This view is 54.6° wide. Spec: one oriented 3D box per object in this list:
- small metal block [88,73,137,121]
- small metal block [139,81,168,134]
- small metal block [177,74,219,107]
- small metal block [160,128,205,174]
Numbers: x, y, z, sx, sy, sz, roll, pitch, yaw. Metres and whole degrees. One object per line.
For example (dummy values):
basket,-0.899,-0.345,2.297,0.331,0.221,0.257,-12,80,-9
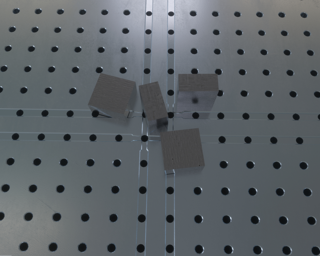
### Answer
small metal block,-0.064,-0.043,0.427,0.050,0.025,0.050,15,71,5
small metal block,-0.008,-0.025,0.408,0.025,0.050,0.050,-14,71,-5
small metal block,0.049,-0.049,0.417,0.050,0.050,0.025,0,70,0
small metal block,0.028,0.030,0.401,0.050,0.025,0.050,-6,70,-2
